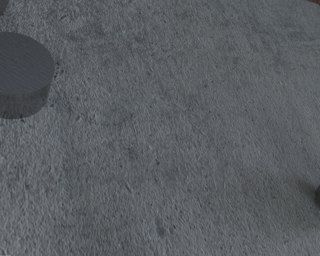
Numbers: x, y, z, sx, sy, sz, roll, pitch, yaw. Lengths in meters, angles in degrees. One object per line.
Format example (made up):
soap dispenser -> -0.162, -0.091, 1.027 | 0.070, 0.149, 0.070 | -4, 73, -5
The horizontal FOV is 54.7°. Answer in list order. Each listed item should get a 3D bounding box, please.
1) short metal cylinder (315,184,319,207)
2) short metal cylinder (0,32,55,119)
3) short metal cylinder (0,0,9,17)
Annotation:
short metal cylinder -> 0.281, 0.101, 0.458 | 0.050, 0.080, 0.080 | 39, 51, -2
short metal cylinder -> -0.160, -0.056, 0.336 | 0.081, 0.050, 0.080 | 14, 56, -21
short metal cylinder -> -0.218, -0.153, 0.344 | 0.050, 0.080, 0.080 | 40, 51, -1
